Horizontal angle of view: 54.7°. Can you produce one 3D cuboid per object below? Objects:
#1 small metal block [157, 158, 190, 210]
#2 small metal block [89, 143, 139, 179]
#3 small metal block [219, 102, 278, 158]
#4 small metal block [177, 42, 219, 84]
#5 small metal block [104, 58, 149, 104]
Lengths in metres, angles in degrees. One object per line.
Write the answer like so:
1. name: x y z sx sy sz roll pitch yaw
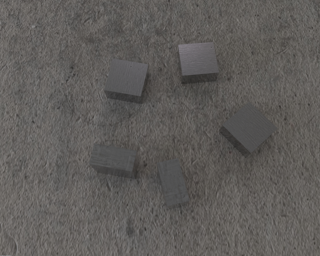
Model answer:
1. small metal block: 0.015 0.068 0.370 0.025 0.050 0.050 -13 71 -5
2. small metal block: -0.054 0.042 0.379 0.050 0.050 0.025 10 71 3
3. small metal block: 0.115 0.002 0.408 0.050 0.025 0.050 -39 75 -13
4. small metal block: 0.053 -0.093 0.442 0.050 0.025 0.050 -5 70 -2
5. small metal block: -0.045 -0.065 0.431 0.050 0.025 0.050 10 70 3
